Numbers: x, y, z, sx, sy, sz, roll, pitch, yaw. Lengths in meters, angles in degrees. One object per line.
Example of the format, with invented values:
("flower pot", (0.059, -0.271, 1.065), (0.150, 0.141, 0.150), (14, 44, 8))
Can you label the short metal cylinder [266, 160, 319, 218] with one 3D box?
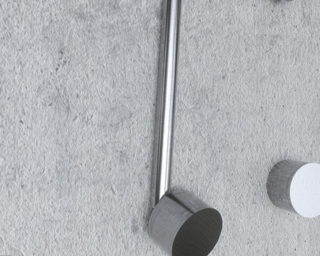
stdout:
("short metal cylinder", (0.213, 0.091, 0.474), (0.081, 0.050, 0.079), (0, 90, -20))

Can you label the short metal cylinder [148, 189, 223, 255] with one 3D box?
("short metal cylinder", (0.032, 0.126, 0.393), (0.081, 0.050, 0.079), (-14, 115, -32))

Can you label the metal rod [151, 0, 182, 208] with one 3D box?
("metal rod", (0.009, -0.045, 0.412), (0.025, 0.025, 0.298), (4, 89, -20))
